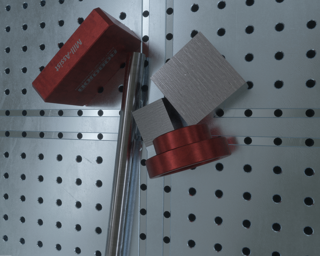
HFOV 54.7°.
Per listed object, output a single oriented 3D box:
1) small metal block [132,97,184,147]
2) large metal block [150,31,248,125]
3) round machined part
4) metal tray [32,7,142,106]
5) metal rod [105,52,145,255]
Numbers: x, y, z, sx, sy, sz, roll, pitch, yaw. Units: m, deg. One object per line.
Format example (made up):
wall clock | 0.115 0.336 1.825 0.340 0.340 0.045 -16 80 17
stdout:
small metal block | -0.002 -0.008 0.404 0.050 0.025 0.050 -23 88 32
large metal block | 0.050 -0.056 0.381 0.080 0.050 0.080 -41 77 15
round machined part | 0.030 0.025 0.363 0.098 0.098 0.042 -20 78 18
metal tray | -0.093 -0.086 0.409 0.130 0.090 0.030 -44 77 14
metal rod | -0.050 0.047 0.428 0.025 0.025 0.298 7 92 19
